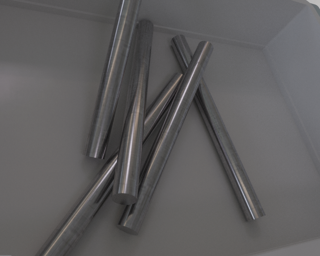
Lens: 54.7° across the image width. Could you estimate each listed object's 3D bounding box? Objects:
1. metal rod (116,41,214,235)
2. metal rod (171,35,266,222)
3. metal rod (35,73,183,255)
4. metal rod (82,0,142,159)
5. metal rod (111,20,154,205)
[{"bbox_3d":[0.018,-0.010,0.402,0.025,0.025,0.300,30,57,-9],"label":"metal rod"},{"bbox_3d":[0.077,-0.014,0.455,0.025,0.025,0.299,-7,65,-31],"label":"metal rod"},{"bbox_3d":[-0.037,0.025,0.370,0.025,0.025,0.301,37,51,-4],"label":"metal rod"},{"bbox_3d":[-0.043,-0.112,0.365,0.025,0.025,0.299,15,83,-20],"label":"metal rod"},{"bbox_3d":[-0.029,-0.046,0.396,0.025,0.025,0.300,18,48,-18],"label":"metal rod"}]
